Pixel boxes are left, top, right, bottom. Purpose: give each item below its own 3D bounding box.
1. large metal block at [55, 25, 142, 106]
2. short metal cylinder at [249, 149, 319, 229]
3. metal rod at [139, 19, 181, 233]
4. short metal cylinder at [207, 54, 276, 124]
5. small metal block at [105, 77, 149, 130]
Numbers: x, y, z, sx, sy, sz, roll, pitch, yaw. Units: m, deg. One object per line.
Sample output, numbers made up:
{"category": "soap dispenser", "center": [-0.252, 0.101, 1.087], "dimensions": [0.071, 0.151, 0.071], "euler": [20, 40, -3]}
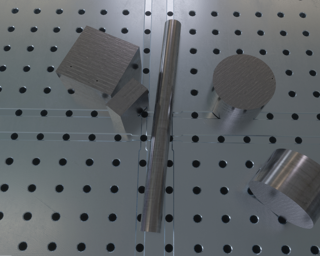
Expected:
{"category": "large metal block", "center": [-0.081, -0.082, 0.428], "dimensions": [0.080, 0.050, 0.080], "euler": [24, 72, 8]}
{"category": "short metal cylinder", "center": [0.152, 0.069, 0.358], "dimensions": [0.080, 0.080, 0.050], "euler": [39, 75, 13]}
{"category": "metal rod", "center": [0.004, -0.017, 0.417], "dimensions": [0.025, 0.025, 0.299], "euler": [6, 70, 2]}
{"category": "short metal cylinder", "center": [0.107, -0.052, 0.418], "dimensions": [0.081, 0.050, 0.080], "euler": [0, 70, 0]}
{"category": "small metal block", "center": [-0.041, -0.031, 0.409], "dimensions": [0.025, 0.050, 0.050], "euler": [39, 75, 13]}
